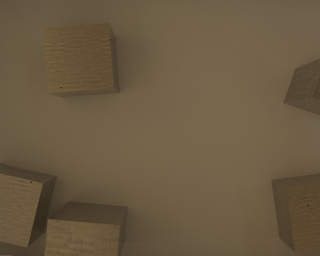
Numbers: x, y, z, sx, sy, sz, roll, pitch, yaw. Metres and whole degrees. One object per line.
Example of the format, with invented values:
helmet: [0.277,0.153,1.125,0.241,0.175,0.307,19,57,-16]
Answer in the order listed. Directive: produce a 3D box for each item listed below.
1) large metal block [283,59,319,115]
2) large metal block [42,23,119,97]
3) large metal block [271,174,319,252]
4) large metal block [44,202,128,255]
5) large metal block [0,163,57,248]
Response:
large metal block: [0.216,-0.044,0.385,0.080,0.080,0.050,19,90,0]
large metal block: [-0.098,-0.084,0.398,0.080,0.050,0.080,-4,90,0]
large metal block: [0.198,0.106,0.400,0.080,0.050,0.080,-8,90,0]
large metal block: [-0.086,0.129,0.383,0.080,0.080,0.050,5,90,0]
large metal block: [-0.189,0.096,0.397,0.080,0.050,0.080,13,90,0]
